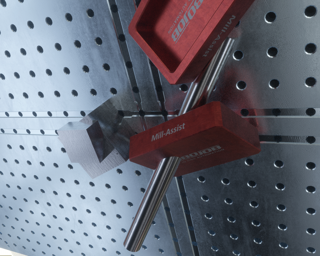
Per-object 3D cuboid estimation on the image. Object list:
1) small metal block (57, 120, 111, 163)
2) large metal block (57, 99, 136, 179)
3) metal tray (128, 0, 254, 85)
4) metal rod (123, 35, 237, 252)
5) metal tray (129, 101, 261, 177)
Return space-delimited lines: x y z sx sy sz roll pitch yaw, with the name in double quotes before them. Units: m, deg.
"small metal block" -0.100 0.019 0.409 0.050 0.025 0.050 -3 117 29
"large metal block" -0.087 0.018 0.450 0.080 0.050 0.080 -30 102 37
"metal tray" 0.028 -0.117 0.298 0.090 0.030 0.129 53 132 19
"metal rod" 0.014 0.033 0.373 0.025 0.025 0.298 27 112 11
"metal tray" 0.039 0.020 0.367 0.130 0.030 0.090 -23 145 36
